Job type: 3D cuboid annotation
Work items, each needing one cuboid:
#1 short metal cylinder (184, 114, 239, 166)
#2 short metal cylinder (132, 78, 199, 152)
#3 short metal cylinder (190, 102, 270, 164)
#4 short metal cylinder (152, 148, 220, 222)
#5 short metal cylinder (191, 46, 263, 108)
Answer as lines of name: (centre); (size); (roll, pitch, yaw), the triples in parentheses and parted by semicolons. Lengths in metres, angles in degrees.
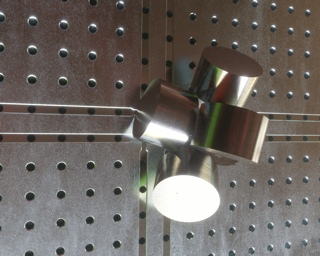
short metal cylinder: (0.078, 0.010, 0.427); (0.081, 0.050, 0.080); (0, 89, -20)
short metal cylinder: (0.005, -0.016, 0.385); (0.050, 0.080, 0.080); (20, 83, -19)
short metal cylinder: (0.080, 0.007, 0.359); (0.081, 0.080, 0.050); (18, 84, -19)
short metal cylinder: (0.033, 0.072, 0.389); (0.080, 0.050, 0.079); (3, 124, 5)
short metal cylinder: (0.086, -0.066, 0.407); (0.081, 0.080, 0.050); (2, 129, -20)
